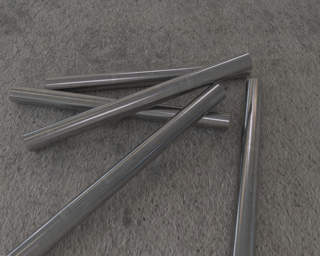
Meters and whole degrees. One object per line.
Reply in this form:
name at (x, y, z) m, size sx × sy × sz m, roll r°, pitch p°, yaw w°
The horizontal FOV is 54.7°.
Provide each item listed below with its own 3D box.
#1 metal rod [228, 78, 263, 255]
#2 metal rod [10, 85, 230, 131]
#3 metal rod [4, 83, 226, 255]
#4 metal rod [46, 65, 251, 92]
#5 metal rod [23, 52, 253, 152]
metal rod at (0.103, 0.047, 0.363) m, size 0.025 × 0.025 × 0.300 m, roll 11°, pitch 51°, yaw 9°
metal rod at (-0.058, -0.028, 0.426) m, size 0.302 × 0.025 × 0.025 m, roll 8°, pitch 51°, yaw 6°
metal rod at (-0.031, 0.041, 0.349) m, size 0.301 × 0.025 × 0.025 m, roll -40°, pitch 60°, yaw -22°
metal rod at (-0.014, -0.076, 0.466) m, size 0.302 × 0.025 × 0.025 m, roll -5°, pitch 50°, yaw -5°
metal rod at (-0.024, -0.035, 0.399) m, size 0.302 × 0.025 × 0.025 m, roll -21°, pitch 53°, yaw -5°
